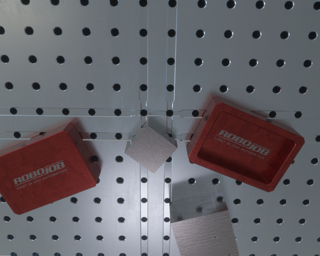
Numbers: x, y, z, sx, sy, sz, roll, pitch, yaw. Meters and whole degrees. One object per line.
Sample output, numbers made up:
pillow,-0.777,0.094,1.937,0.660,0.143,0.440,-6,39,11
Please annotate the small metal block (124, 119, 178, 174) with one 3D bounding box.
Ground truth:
small metal block,-0.012,0.025,0.423,0.050,0.025,0.050,37,106,-13

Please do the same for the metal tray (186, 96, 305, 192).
metal tray,0.113,0.024,0.420,0.131,0.030,0.089,22,109,-8

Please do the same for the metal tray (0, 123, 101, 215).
metal tray,-0.162,0.058,0.431,0.130,0.030,0.090,-22,109,7

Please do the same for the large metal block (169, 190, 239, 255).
large metal block,0.064,0.147,0.455,0.080,0.050,0.080,-15,110,5
